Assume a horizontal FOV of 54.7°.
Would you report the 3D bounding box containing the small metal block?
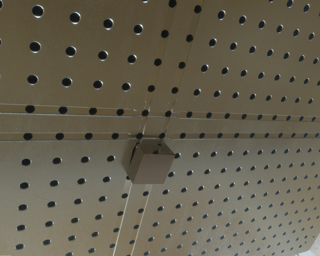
[{"bbox_3d":[-0.013,0.052,0.438,0.050,0.025,0.050,6,116,-32],"label":"small metal block"}]
